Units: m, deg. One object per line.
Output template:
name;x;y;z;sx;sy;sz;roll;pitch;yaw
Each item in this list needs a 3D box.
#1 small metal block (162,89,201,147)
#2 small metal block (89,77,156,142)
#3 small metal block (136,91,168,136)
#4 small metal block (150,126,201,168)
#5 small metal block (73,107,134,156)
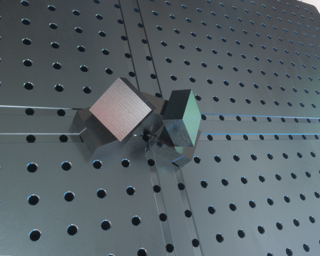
small metal block;0.028;-0.012;0.382;0.050;0.025;0.050;64;35;-43
small metal block;-0.041;-0.021;0.348;0.050;0.050;0.025;45;12;3
small metal block;-0.021;-0.018;0.393;0.050;0.050;0.025;17;55;-19
small metal block;0.022;0.016;0.412;0.050;0.025;0.050;31;51;-9
small metal block;-0.069;-0.001;0.373;0.050;0.025;0.050;-21;73;-36
